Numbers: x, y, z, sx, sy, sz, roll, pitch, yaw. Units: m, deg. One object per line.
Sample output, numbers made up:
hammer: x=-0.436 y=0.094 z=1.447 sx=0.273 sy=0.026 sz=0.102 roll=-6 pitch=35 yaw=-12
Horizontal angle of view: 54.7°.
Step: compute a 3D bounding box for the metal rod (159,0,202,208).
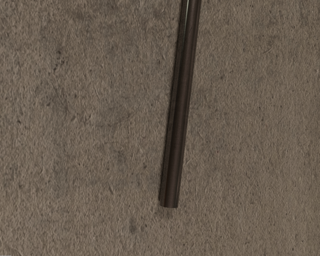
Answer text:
metal rod: x=0.029 y=-0.044 z=0.420 sx=0.025 sy=0.025 sz=0.298 roll=8 pitch=87 yaw=-20
